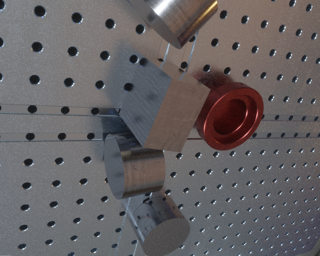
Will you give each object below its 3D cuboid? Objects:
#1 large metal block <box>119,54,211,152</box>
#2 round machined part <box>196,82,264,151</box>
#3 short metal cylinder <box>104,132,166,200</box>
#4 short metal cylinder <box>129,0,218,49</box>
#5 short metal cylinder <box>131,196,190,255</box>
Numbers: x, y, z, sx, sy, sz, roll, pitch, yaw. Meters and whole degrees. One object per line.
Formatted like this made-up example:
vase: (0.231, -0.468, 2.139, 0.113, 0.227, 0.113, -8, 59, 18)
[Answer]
large metal block: (0.001, -0.029, 0.358, 0.050, 0.080, 0.079, 10, 113, -33)
round machined part: (0.094, -0.020, 0.439, 0.099, 0.042, 0.097, -14, 124, -21)
short metal cylinder: (-0.034, 0.044, 0.384, 0.050, 0.080, 0.079, -7, 122, -25)
short metal cylinder: (0.010, -0.124, 0.304, 0.050, 0.080, 0.080, -46, 129, 4)
short metal cylinder: (0.001, 0.156, 0.492, 0.081, 0.050, 0.079, -14, 125, -21)
